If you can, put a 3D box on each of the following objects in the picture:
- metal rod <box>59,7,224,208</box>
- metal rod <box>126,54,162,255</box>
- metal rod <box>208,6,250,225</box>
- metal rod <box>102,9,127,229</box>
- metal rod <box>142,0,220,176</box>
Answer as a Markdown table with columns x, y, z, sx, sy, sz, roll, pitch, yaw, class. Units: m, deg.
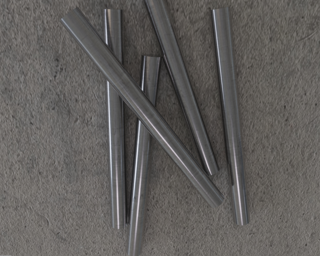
| x | y | z | sx | sy | sz | roll | pitch | yaw | class |
| --- | --- | --- | --- | --- | --- | --- | --- | --- | --- |
| -0.009 | -0.010 | 0.378 | 0.025 | 0.025 | 0.300 | -34 | 110 | 11 | metal rod |
| -0.025 | 0.051 | 0.428 | 0.025 | 0.025 | 0.298 | 5 | 110 | -2 | metal rod |
| 0.095 | -0.001 | 0.410 | 0.025 | 0.025 | 0.298 | -10 | 110 | 3 | metal rod |
| -0.058 | 0.003 | 0.409 | 0.025 | 0.025 | 0.298 | 1 | 110 | -1 | metal rod |
| 0.021 | -0.073 | 0.382 | 0.025 | 0.025 | 0.299 | -18 | 109 | 6 | metal rod |
